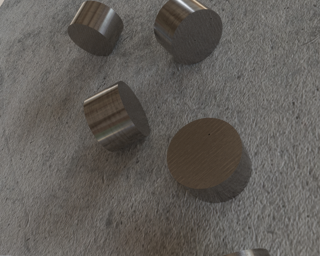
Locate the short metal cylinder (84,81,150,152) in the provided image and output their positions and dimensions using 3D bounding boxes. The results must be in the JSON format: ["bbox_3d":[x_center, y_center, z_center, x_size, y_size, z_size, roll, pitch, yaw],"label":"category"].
[{"bbox_3d":[-0.055,-0.015,0.407,0.050,0.080,0.080,-26,53,12],"label":"short metal cylinder"}]

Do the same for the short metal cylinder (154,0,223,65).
[{"bbox_3d":[0.039,-0.136,0.432,0.080,0.080,0.050,-38,51,2],"label":"short metal cylinder"}]

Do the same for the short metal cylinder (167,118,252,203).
[{"bbox_3d":[0.054,0.036,0.337,0.080,0.050,0.080,-13,56,21],"label":"short metal cylinder"}]

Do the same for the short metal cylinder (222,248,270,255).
[{"bbox_3d":[0.061,0.138,0.252,0.080,0.080,0.050,-26,53,12],"label":"short metal cylinder"}]

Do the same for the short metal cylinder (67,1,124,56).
[{"bbox_3d":[-0.109,-0.168,0.529,0.080,0.080,0.050,8,66,31],"label":"short metal cylinder"}]
